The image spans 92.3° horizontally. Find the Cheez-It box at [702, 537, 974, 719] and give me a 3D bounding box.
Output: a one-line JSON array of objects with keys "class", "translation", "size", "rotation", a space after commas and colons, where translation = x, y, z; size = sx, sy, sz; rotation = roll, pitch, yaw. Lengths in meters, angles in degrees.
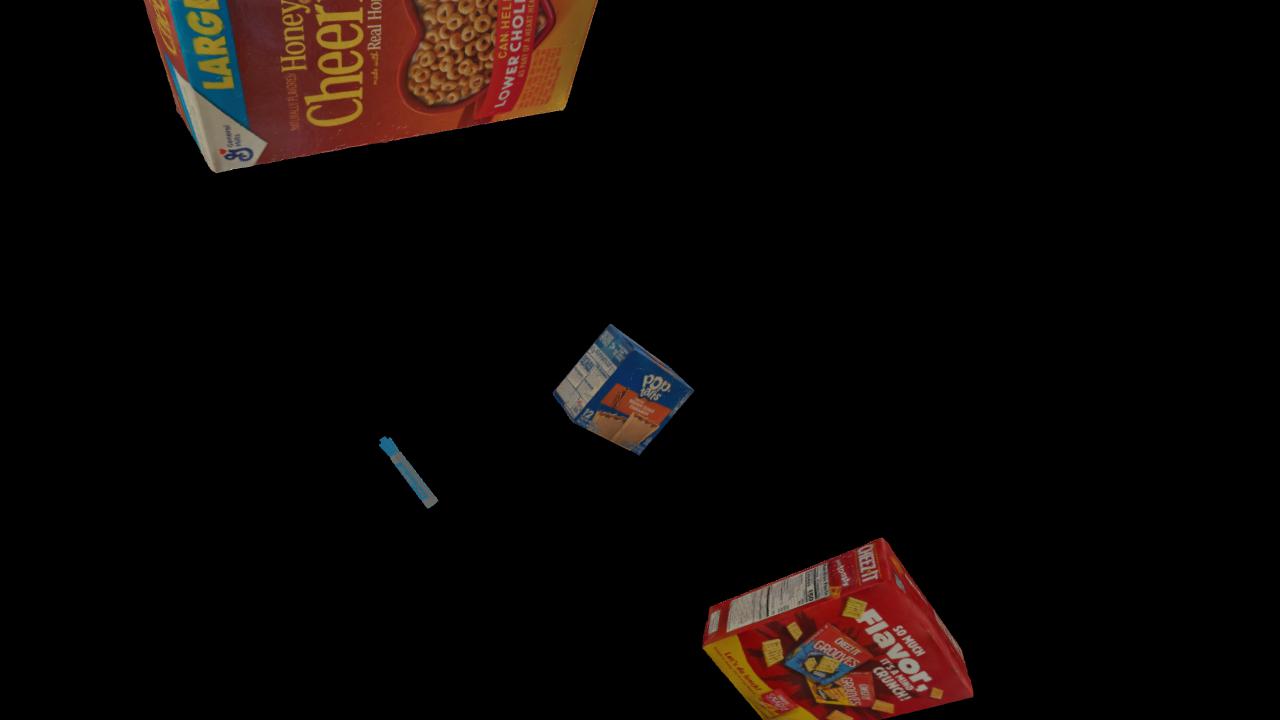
[{"class": "Cheez-It box", "translation": [0.205, 0.307, 0.661], "size": [0.223, 0.166, 0.071], "rotation": [-32, 13, 25]}]

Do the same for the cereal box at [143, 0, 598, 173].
[{"class": "cereal box", "translation": [-0.167, -0.257, 0.435], "size": [0.306, 0.081, 0.203], "rotation": [-28, -16, -35]}]

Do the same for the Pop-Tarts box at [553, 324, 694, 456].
[{"class": "Pop-Tarts box", "translation": [-0.023, 0.050, 0.951], "size": [0.167, 0.141, 0.083], "rotation": [35, 7, -46]}]

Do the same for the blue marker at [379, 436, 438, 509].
[{"class": "blue marker", "translation": [-0.333, 0.160, 0.882], "size": [0.020, 0.121, 0.020], "rotation": [-32, 10, 6]}]
